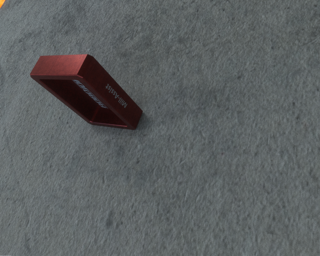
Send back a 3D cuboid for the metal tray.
[{"bbox_3d":[-0.093,-0.044,0.413,0.090,0.130,0.030,6,65,31],"label":"metal tray"}]
